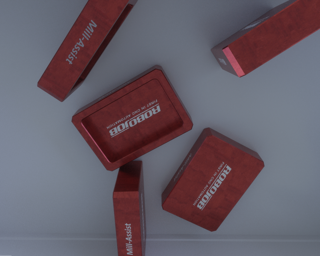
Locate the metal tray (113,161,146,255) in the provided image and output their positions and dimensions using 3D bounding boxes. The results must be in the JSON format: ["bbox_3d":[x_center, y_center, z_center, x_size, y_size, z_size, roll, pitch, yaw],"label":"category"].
[{"bbox_3d":[-0.038,0.121,0.420,0.030,0.090,0.129,-2,110,0],"label":"metal tray"}]

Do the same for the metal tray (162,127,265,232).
[{"bbox_3d":[0.071,0.075,0.437,0.090,0.030,0.129,27,108,-10],"label":"metal tray"}]

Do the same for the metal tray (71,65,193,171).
[{"bbox_3d":[-0.035,-0.011,0.403,0.130,0.030,0.090,-29,108,10],"label":"metal tray"}]

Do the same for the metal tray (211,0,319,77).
[{"bbox_3d":[0.104,-0.094,0.320,0.090,0.130,0.030,-32,100,11],"label":"metal tray"}]

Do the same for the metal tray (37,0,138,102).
[{"bbox_3d":[-0.075,-0.097,0.339,0.030,0.090,0.129,35,106,-12],"label":"metal tray"}]
